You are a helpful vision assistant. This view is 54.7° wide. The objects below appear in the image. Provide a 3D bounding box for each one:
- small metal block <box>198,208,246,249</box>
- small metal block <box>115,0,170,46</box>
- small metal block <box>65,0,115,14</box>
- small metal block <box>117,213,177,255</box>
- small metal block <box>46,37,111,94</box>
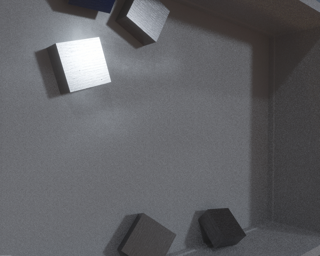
[{"bbox_3d":[0.094,0.151,0.470,0.050,0.050,0.025,10,126,-40],"label":"small metal block"},{"bbox_3d":[-0.021,-0.141,0.390,0.050,0.025,0.050,34,69,-35],"label":"small metal block"},{"bbox_3d":[-0.071,-0.156,0.330,0.050,0.050,0.025,-3,48,-40],"label":"small metal block"},{"bbox_3d":[-0.016,0.141,0.383,0.050,0.025,0.050,35,65,-6],"label":"small metal block"},{"bbox_3d":[-0.087,-0.068,0.335,0.050,0.025,0.050,-23,105,-38],"label":"small metal block"}]
